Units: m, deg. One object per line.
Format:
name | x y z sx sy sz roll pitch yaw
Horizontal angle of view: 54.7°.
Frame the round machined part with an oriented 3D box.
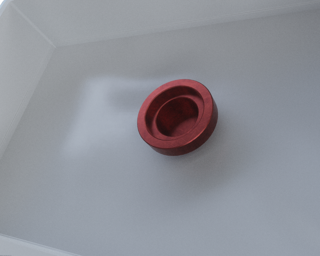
round machined part | 0.025 -0.009 0.387 0.098 0.042 0.098 -13 56 20
